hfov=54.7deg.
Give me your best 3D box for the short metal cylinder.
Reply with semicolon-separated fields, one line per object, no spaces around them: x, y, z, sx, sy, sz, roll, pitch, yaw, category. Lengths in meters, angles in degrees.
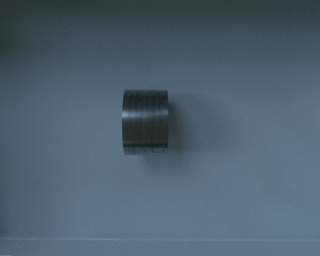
-0.016;-0.007;0.377;0.050;0.080;0.079;0;110;-1;short metal cylinder
